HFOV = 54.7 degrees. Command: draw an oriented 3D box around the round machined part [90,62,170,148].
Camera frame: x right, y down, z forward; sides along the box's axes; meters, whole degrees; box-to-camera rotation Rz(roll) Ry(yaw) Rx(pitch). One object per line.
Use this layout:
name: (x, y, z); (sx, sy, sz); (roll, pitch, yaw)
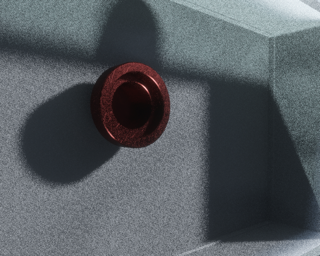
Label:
round machined part: (-0.038, -0.026, 0.365); (0.099, 0.042, 0.097); (0, 90, -40)
